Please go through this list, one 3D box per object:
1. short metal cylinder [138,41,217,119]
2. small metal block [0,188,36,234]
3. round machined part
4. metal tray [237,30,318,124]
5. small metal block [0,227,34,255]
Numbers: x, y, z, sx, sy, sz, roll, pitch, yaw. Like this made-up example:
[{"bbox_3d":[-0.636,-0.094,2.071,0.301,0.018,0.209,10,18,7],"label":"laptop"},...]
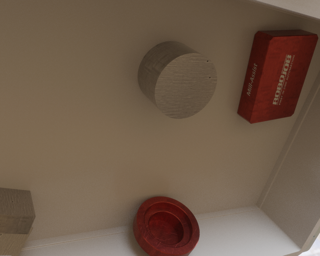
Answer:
[{"bbox_3d":[0.020,-0.058,0.369,0.081,0.050,0.079,-14,125,-21],"label":"short metal cylinder"},{"bbox_3d":[-0.176,0.094,0.354,0.050,0.050,0.025,16,106,-35],"label":"small metal block"},{"bbox_3d":[0.006,0.155,0.465,0.099,0.098,0.042,1,131,-30],"label":"round machined part"},{"bbox_3d":[0.170,-0.075,0.455,0.091,0.030,0.129,-10,123,-24],"label":"metal tray"},{"bbox_3d":[-0.193,0.133,0.374,0.050,0.025,0.050,39,70,-39],"label":"small metal block"}]
